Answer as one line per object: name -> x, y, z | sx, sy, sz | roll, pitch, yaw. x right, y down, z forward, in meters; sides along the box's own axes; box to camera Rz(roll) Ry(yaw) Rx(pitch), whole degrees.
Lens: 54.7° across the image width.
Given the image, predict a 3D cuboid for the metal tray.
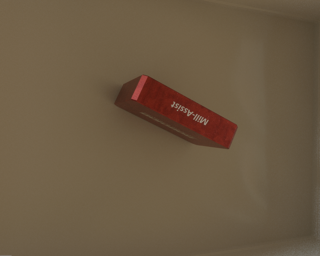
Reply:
metal tray -> 0.017, -0.016, 0.380 | 0.131, 0.090, 0.030 | 26, 81, -19
